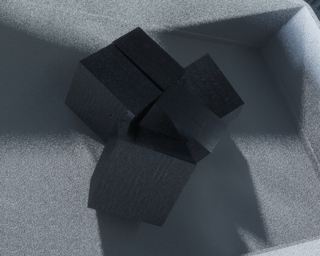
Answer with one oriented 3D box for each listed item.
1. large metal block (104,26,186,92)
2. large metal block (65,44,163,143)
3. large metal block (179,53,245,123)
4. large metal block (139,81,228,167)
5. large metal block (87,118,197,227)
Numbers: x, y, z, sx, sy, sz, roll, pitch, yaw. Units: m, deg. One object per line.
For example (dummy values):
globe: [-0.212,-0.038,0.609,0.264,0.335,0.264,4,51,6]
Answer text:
large metal block: [-0.027,-0.065,0.394,0.080,0.080,0.050,44,51,1]
large metal block: [-0.057,-0.035,0.361,0.080,0.080,0.050,44,51,2]
large metal block: [0.067,-0.043,0.424,0.050,0.080,0.080,-33,77,3]
large metal block: [0.020,0.004,0.378,0.080,0.080,0.050,41,51,-1]
large metal block: [-0.021,0.046,0.322,0.080,0.079,0.050,20,19,-17]
